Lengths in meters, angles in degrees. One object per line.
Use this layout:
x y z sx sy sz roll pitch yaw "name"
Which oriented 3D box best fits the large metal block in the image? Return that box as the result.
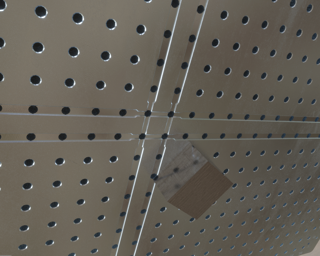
0.051 0.082 0.473 0.080 0.050 0.080 -46 129 4 "large metal block"
